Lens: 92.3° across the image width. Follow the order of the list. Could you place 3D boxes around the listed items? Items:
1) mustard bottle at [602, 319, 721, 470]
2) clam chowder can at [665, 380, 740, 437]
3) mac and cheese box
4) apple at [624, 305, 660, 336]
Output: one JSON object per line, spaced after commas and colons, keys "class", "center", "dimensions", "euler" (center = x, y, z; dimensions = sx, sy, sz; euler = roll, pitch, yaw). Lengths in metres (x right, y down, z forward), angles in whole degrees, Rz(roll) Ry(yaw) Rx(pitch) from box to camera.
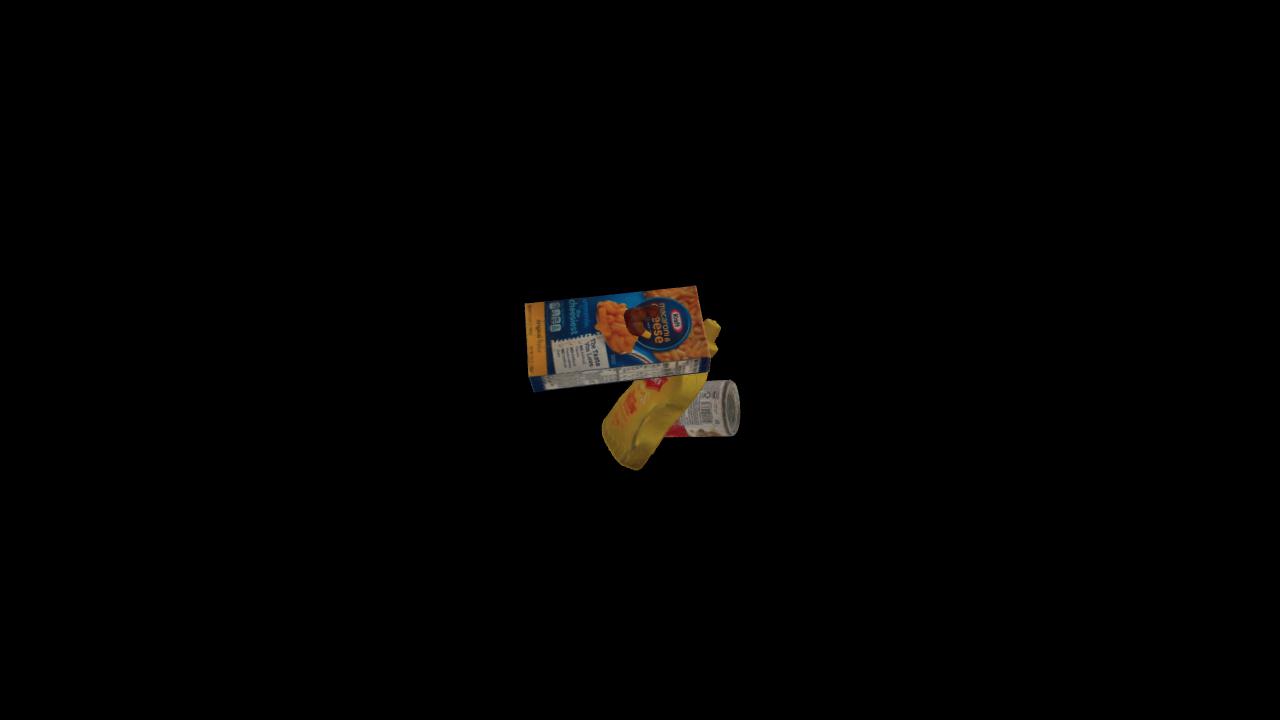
{"class": "mustard bottle", "center": [0.029, 0.029, 0.686], "dimensions": [0.054, 0.184, 0.092], "euler": [29, 19, -22]}
{"class": "clam chowder can", "center": [0.062, 0.058, 0.733], "dimensions": [0.102, 0.068, 0.068], "euler": [-4, -2, 24]}
{"class": "mac and cheese box", "center": [-0.025, -0.023, 0.643], "dimensions": [0.184, 0.093, 0.041], "euler": [-7, -31, -3]}
{"class": "apple", "center": [-0.001, -0.021, 0.667], "dimensions": [0.079, 0.079, 0.093], "euler": [0, -19, -11]}
